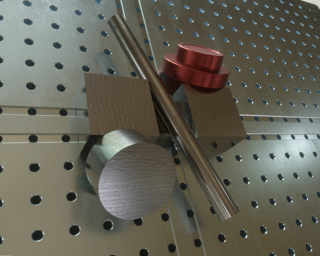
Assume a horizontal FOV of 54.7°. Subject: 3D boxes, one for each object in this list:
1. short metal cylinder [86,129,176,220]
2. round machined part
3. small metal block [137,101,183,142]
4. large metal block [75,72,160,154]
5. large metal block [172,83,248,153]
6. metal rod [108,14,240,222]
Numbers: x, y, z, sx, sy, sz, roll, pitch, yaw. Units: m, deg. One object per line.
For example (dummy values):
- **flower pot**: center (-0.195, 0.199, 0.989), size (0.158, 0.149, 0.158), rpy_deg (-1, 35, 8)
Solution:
- **short metal cylinder**: center (-0.031, 0.046, 0.320), size (0.081, 0.050, 0.079), rpy_deg (-8, 108, -25)
- **round machined part**: center (0.055, -0.095, 0.453), size (0.099, 0.042, 0.098), rpy_deg (12, 23, -5)
- **small metal block**: center (0.000, -0.009, 0.414), size (0.050, 0.025, 0.050), rpy_deg (1, 61, -28)
- **large metal block**: center (-0.054, -0.015, 0.373), size (0.081, 0.050, 0.080), rpy_deg (2, 61, -27)
- **large metal block**: center (0.064, -0.013, 0.435), size (0.081, 0.050, 0.080), rpy_deg (1, 61, -28)
- **metal rod**: center (0.009, -0.024, 0.394), size (0.025, 0.025, 0.299), rpy_deg (-19, 72, -35)
